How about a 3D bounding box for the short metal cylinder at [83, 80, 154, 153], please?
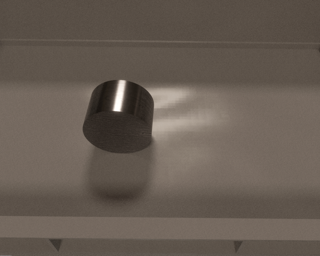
[{"bbox_3d":[-0.049,-0.012,0.379,0.081,0.080,0.050,2,50,1],"label":"short metal cylinder"}]
